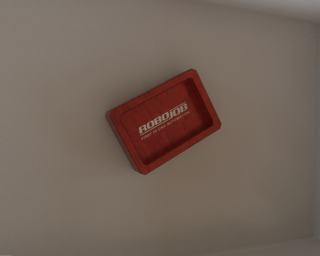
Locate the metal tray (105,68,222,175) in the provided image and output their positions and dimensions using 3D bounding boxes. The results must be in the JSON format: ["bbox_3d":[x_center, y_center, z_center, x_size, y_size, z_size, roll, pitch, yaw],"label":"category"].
[{"bbox_3d":[0.007,-0.010,0.407,0.131,0.030,0.090,-30,100,-18],"label":"metal tray"}]
